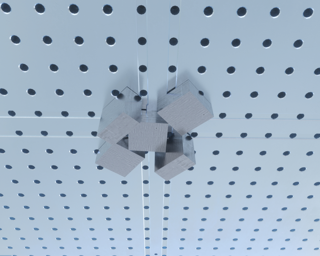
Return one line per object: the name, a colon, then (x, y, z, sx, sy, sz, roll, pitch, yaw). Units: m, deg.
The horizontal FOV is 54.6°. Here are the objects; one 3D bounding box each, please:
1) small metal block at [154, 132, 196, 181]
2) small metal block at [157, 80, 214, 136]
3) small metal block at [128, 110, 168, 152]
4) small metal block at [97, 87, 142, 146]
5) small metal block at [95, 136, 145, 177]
small metal block: (0.020, 0.037, 0.426, 0.050, 0.050, 0.025, -35, 122, 25)
small metal block: (0.032, -0.024, 0.391, 0.050, 0.025, 0.050, -32, 123, 25)
small metal block: (-0.016, 0.004, 0.414, 0.050, 0.025, 0.050, 3, 129, -2)
small metal block: (-0.049, -0.014, 0.382, 0.025, 0.050, 0.050, 36, 122, -27)
small metal block: (-0.056, 0.038, 0.443, 0.050, 0.025, 0.050, 30, 123, -24)
